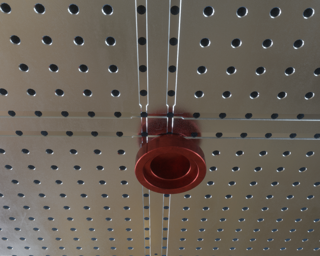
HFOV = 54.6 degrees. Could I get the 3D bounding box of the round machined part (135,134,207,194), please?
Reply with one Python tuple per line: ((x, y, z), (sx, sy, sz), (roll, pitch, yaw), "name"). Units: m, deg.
((0.014, 0.047, 0.440), (0.099, 0.042, 0.097), (0, 130, 0), "round machined part")
